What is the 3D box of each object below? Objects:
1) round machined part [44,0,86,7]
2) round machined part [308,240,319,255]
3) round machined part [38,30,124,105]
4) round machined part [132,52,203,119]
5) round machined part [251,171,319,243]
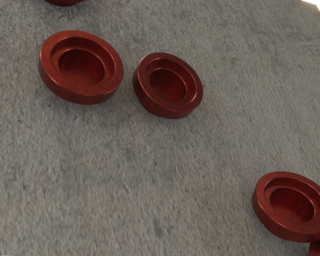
[{"bbox_3d":[-0.145,-0.216,0.447,0.099,0.042,0.098,14,56,-21],"label":"round machined part"},{"bbox_3d":[0.226,0.169,0.398,0.099,0.042,0.097,5,83,-42],"label":"round machined part"},{"bbox_3d":[-0.098,-0.069,0.383,0.099,0.042,0.098,14,56,-21],"label":"round machined part"},{"bbox_3d":[0.007,-0.054,0.431,0.099,0.042,0.098,14,56,-21],"label":"round machined part"},{"bbox_3d":[0.169,0.106,0.405,0.099,0.042,0.098,3,38,-2],"label":"round machined part"}]
